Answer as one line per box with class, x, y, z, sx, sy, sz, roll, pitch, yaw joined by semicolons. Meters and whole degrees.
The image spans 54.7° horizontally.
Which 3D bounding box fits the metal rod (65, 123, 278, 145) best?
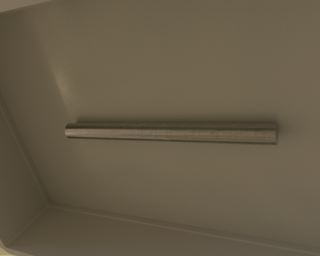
metal rod;-0.004;0.006;0.410;0.301;0.025;0.025;1;119;27
